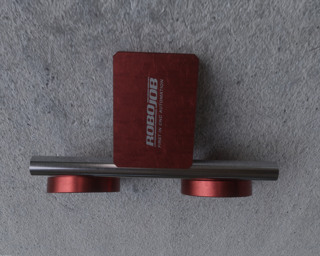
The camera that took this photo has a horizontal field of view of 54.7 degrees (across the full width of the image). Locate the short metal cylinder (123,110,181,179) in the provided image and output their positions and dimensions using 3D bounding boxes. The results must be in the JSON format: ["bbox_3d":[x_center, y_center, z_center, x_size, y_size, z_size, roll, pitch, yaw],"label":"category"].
[{"bbox_3d":[-0.009,0.022,0.412,0.081,0.050,0.079,0,130,0],"label":"short metal cylinder"}]

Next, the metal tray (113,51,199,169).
[{"bbox_3d":[-0.006,-0.020,0.353,0.091,0.030,0.129,1,104,-2],"label":"metal tray"}]

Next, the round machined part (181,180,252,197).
[{"bbox_3d":[0.079,0.072,0.437,0.099,0.042,0.098,0,173,0],"label":"round machined part"}]

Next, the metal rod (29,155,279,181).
[{"bbox_3d":[-0.005,0.050,0.387,0.302,0.025,0.025,2,130,-2],"label":"metal rod"}]

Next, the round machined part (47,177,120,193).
[{"bbox_3d":[-0.105,0.069,0.434,0.099,0.042,0.098,-1,169,0],"label":"round machined part"}]
